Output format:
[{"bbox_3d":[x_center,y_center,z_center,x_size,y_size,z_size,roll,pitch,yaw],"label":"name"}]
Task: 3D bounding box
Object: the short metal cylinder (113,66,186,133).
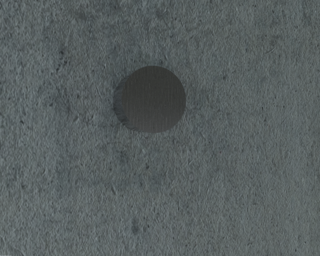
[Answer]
[{"bbox_3d":[-0.014,-0.034,0.390,0.081,0.050,0.080,0,90,-20],"label":"short metal cylinder"}]
